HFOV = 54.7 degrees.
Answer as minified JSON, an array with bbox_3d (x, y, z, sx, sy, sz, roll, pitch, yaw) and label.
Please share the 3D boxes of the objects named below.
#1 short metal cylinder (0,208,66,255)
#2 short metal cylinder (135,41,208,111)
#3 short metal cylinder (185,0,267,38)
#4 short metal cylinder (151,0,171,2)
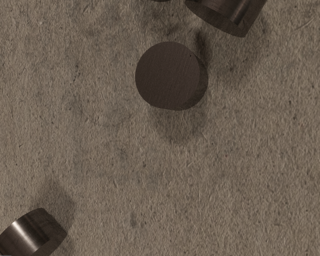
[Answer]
[{"bbox_3d":[-0.184,0.162,0.443,0.050,0.080,0.080,43,103,14],"label":"short metal cylinder"},{"bbox_3d":[0.016,-0.063,0.389,0.080,0.050,0.079,0,90,19],"label":"short metal cylinder"},{"bbox_3d":[0.076,-0.146,0.353,0.080,0.080,0.050,33,101,16],"label":"short metal cylinder"},{"bbox_3d":[-0.002,-0.211,0.396,0.080,0.050,0.079,0,90,19],"label":"short metal cylinder"}]
